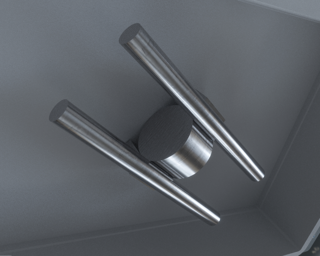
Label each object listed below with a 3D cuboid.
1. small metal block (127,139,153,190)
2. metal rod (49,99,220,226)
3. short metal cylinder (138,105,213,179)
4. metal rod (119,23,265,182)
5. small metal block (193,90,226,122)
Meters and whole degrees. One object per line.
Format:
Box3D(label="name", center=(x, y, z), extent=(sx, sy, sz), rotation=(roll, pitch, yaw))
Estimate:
Box3D(label="small metal block", center=(-0.024, 0.049, 0.409), extent=(0.025, 0.050, 0.050), rotation=(-45, 130, 3))
Box3D(label="metal rod", center=(-0.006, 0.061, 0.379), extent=(0.025, 0.025, 0.300), rotation=(-46, 129, 3))
Box3D(label="short metal cylinder", center=(0.020, 0.018, 0.394), extent=(0.080, 0.080, 0.050), rotation=(-45, 130, 3))
Box3D(label="metal rod", center=(0.059, -0.007, 0.372), extent=(0.025, 0.025, 0.300), rotation=(-46, 130, 3))
Box3D(label="small metal block", center=(0.051, -0.026, 0.403), extent=(0.025, 0.050, 0.050), rotation=(-45, 130, 3))
